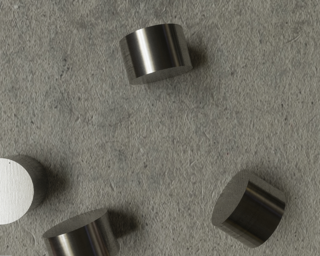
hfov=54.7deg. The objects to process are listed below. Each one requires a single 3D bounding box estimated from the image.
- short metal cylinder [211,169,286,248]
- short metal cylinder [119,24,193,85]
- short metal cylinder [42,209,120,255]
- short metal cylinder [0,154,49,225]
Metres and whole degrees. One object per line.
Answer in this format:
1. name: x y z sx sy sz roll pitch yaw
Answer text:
1. short metal cylinder: 0.107 0.098 0.383 0.050 0.080 0.080 32 90 0
2. short metal cylinder: -0.005 -0.088 0.382 0.080 0.080 0.050 -14 90 0
3. short metal cylinder: -0.096 0.140 0.382 0.080 0.080 0.050 -19 90 0
4. short metal cylinder: -0.192 0.076 0.396 0.081 0.050 0.080 0 90 0
